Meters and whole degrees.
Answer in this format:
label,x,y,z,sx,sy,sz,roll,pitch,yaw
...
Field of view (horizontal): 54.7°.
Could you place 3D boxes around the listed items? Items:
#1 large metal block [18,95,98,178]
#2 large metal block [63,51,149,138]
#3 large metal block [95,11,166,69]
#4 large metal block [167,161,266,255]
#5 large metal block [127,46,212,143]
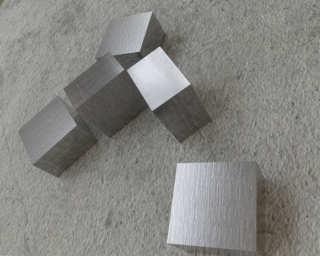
label,x,y,z,sx,sy,sz,roll,pitch,yaw
large metal block,-0.152,0.012,0.461,0.080,0.050,0.080,-42,51,-1
large metal block,-0.071,-0.044,0.433,0.080,0.080,0.050,-39,51,1
large metal block,-0.045,-0.131,0.492,0.080,0.050,0.080,0,62,28
large metal block,0.059,0.081,0.307,0.080,0.050,0.080,-5,60,25
large metal block,0.013,-0.040,0.387,0.050,0.080,0.080,-35,51,5
